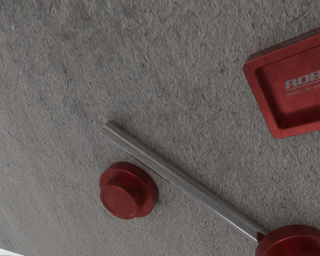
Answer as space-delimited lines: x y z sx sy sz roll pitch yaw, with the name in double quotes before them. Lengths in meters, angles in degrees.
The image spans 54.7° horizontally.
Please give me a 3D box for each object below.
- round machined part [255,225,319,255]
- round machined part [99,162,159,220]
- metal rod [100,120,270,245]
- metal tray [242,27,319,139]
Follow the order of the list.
"round machined part" 0.174 0.174 0.389 0.099 0.042 0.097 1 112 2
"round machined part" -0.055 0.105 0.490 0.098 0.042 0.097 13 124 21
"metal rod" 0.044 0.084 0.435 0.301 0.025 0.025 35 129 5
"metal tray" 0.157 -0.047 0.291 0.130 0.030 0.090 -18 109 35
